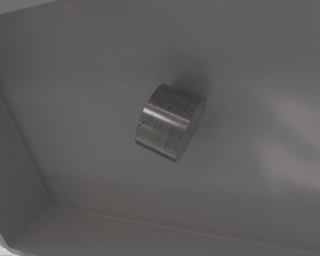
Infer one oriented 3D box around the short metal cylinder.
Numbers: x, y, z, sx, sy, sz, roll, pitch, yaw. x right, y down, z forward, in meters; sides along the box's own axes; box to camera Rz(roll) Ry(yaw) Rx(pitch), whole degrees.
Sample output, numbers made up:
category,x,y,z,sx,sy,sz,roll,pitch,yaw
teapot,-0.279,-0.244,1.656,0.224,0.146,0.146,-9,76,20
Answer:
category,x,y,z,sx,sy,sz,roll,pitch,yaw
short metal cylinder,0.013,-0.006,0.363,0.050,0.080,0.079,25,127,13
